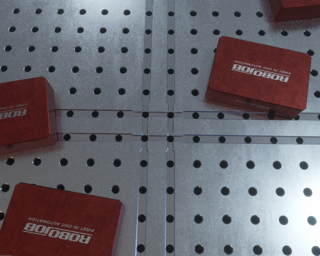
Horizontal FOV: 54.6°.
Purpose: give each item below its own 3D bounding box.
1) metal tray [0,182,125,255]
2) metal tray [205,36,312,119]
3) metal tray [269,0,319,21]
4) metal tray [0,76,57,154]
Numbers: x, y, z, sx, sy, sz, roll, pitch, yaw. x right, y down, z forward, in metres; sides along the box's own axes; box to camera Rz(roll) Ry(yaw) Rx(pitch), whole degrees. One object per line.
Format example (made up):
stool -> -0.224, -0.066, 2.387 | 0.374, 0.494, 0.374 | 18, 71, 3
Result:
metal tray -> -0.115, 0.121, 0.364 | 0.131, 0.030, 0.090 | 10, 70, 3
metal tray -> 0.138, -0.072, 0.436 | 0.131, 0.030, 0.090 | 14, 71, 5
metal tray -> 0.218, -0.237, 0.497 | 0.091, 0.030, 0.130 | -7, 70, -3
metal tray -> -0.210, -0.013, 0.413 | 0.131, 0.030, 0.090 | -10, 70, -4
